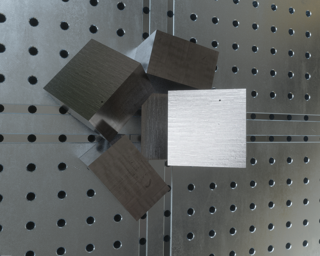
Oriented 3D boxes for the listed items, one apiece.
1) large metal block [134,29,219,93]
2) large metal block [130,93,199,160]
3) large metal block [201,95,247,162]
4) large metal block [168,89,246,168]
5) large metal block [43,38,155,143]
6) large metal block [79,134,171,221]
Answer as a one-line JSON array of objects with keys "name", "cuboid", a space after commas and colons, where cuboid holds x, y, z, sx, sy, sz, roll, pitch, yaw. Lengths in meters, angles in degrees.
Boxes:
[{"name": "large metal block", "cuboid": [0.014, -0.075, 0.389, 0.081, 0.080, 0.050, 14, 85, -19]}, {"name": "large metal block", "cuboid": [0.007, -0.002, 0.402, 0.081, 0.050, 0.080, 1, 90, -20]}, {"name": "large metal block", "cuboid": [0.086, 0.000, 0.406, 0.050, 0.080, 0.080, 0, 90, 18]}, {"name": "large metal block", "cuboid": [0.054, 0.000, 0.345, 0.080, 0.050, 0.080, 0, 89, 14]}, {"name": "large metal block", "cuboid": [-0.068, -0.044, 0.351, 0.080, 0.080, 0.050, -51, 150, -13]}, {"name": "large metal block", "cuboid": [-0.045, 0.053, 0.365, 0.050, 0.080, 0.080, -42, 104, -16]}]
